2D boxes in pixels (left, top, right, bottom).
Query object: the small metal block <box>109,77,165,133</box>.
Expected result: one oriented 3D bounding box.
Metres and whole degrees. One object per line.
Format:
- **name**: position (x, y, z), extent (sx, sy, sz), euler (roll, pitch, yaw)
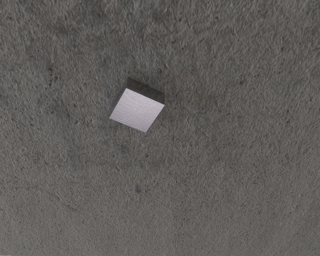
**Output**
- **small metal block**: position (-0.028, -0.028, 0.383), extent (0.050, 0.025, 0.050), euler (23, 127, -18)
